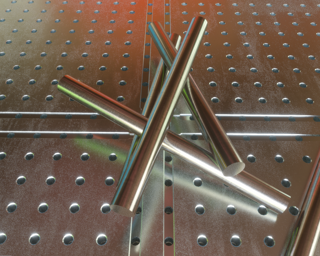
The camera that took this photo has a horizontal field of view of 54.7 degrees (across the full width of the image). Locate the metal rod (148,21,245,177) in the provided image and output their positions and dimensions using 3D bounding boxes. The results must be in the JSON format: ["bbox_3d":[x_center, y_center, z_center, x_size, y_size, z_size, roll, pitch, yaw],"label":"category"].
[{"bbox_3d":[0.034,-0.062,0.420,0.025,0.025,0.300,-13,48,-11],"label":"metal rod"}]

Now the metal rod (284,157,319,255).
[{"bbox_3d":[0.206,0.041,0.375,0.025,0.025,0.301,26,54,20],"label":"metal rod"}]

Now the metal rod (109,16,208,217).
[{"bbox_3d":[0.011,-0.038,0.372,0.025,0.025,0.300,14,55,11],"label":"metal rod"}]

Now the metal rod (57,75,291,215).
[{"bbox_3d":[0.007,0.014,0.368,0.301,0.025,0.025,29,55,11],"label":"metal rod"}]

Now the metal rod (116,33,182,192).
[{"bbox_3d":[-0.006,-0.041,0.442,0.025,0.025,0.300,10,51,7],"label":"metal rod"}]
